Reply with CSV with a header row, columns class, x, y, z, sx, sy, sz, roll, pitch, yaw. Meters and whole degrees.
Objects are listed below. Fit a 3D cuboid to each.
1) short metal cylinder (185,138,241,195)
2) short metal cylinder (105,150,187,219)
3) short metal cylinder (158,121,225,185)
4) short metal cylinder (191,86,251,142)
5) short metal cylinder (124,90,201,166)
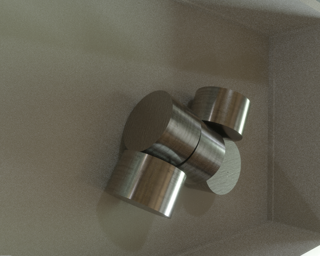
class,x,y,z,sx,sy,sz,roll,pitch,yaw
short metal cylinder,0.073,0.053,0.452,0.081,0.050,0.079,0,90,-40
short metal cylinder,-0.016,0.065,0.358,0.080,0.080,0.050,36,68,-35
short metal cylinder,0.036,0.027,0.402,0.050,0.080,0.080,34,69,-36
short metal cylinder,0.083,-0.018,0.441,0.080,0.080,0.050,29,72,-37
short metal cylinder,0.002,0.002,0.372,0.050,0.080,0.080,32,70,-36
